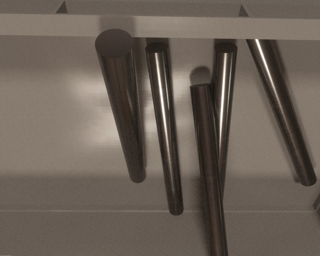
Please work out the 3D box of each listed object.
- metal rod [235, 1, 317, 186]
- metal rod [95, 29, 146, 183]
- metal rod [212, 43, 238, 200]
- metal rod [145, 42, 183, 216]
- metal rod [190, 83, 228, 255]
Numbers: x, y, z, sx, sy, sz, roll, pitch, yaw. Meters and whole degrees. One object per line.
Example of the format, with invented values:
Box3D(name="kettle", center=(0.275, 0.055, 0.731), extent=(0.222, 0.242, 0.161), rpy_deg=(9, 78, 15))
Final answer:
Box3D(name="metal rod", center=(0.158, -0.020, 0.394), extent=(0.025, 0.025, 0.300), rpy_deg=(-23, 127, 18))
Box3D(name="metal rod", center=(-0.032, 0.008, 0.338), extent=(0.025, 0.025, 0.299), rpy_deg=(0, 155, -1))
Box3D(name="metal rod", center=(0.082, 0.026, 0.432), extent=(0.025, 0.025, 0.298), rpy_deg=(-4, 130, 2))
Box3D(name="metal rod", center=(0.012, 0.026, 0.431), extent=(0.025, 0.025, 0.298), rpy_deg=(-5, 130, 4))
Box3D(name="metal rod", center=(0.069, 0.091, 0.407), extent=(0.025, 0.025, 0.298), rpy_deg=(-7, 105, 5))
